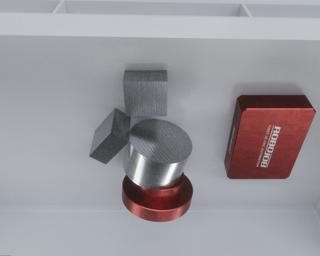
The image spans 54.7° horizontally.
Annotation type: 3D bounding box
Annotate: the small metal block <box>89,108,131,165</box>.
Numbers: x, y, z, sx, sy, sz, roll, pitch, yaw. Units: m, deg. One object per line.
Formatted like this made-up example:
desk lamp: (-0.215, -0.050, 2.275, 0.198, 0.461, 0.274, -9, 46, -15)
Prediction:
small metal block: (-0.064, 0.010, 0.401, 0.025, 0.050, 0.050, 31, 123, -24)

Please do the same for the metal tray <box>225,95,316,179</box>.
metal tray: (0.143, 0.017, 0.422, 0.091, 0.030, 0.129, 0, 130, -1)

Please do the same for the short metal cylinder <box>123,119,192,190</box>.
short metal cylinder: (-0.004, 0.033, 0.401, 0.081, 0.080, 0.050, 10, 129, -9)

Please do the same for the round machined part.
round machined part: (-0.002, 0.079, 0.430, 0.099, 0.098, 0.042, 5, 120, -5)

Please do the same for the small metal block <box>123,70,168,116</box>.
small metal block: (-0.017, -0.041, 0.374, 0.050, 0.025, 0.050, 0, 130, -1)
